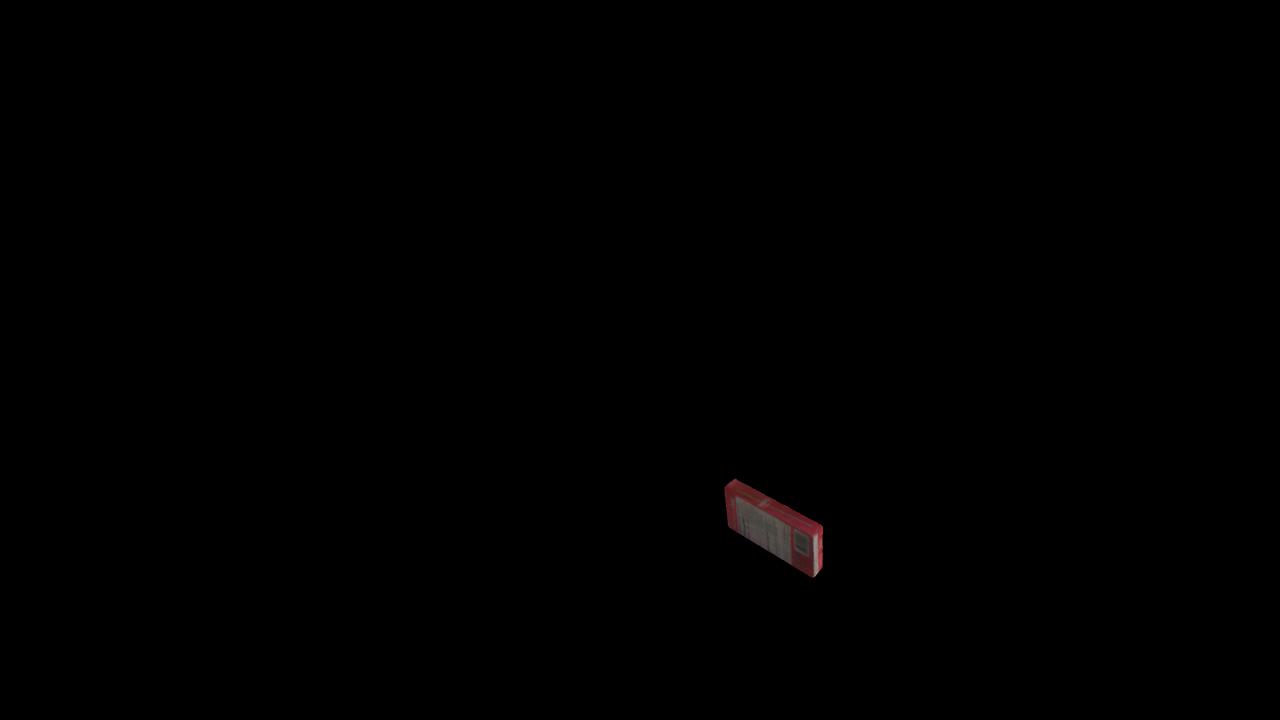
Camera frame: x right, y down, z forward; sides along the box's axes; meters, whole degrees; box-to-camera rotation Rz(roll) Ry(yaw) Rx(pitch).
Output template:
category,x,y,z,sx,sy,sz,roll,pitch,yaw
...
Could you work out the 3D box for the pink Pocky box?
category,x,y,z,sx,sy,sz,roll,pitch,yaw
pink Pocky box,0.190,0.239,0.885,0.029,0.084,0.155,-31,36,-32
